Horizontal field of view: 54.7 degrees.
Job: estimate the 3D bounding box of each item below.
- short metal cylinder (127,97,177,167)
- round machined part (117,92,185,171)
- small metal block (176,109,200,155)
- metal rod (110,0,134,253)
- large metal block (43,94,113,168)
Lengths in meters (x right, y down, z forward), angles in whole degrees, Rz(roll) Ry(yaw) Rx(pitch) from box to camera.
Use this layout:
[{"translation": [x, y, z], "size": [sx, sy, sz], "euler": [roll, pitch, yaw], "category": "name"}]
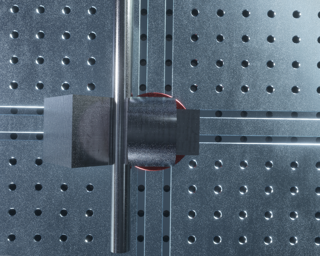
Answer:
[{"translation": [-0.008, 0.004, 0.356], "size": [0.050, 0.080, 0.079], "euler": [1, 90, 0], "category": "short metal cylinder"}, {"translation": [-0.008, 0.004, 0.404], "size": [0.099, 0.042, 0.097], "euler": [0, 90, -1], "category": "round machined part"}, {"translation": [0.030, 0.004, 0.359], "size": [0.025, 0.050, 0.050], "euler": [1, 90, 0], "category": "small metal block"}, {"translation": [-0.046, -0.004, 0.371], "size": [0.025, 0.025, 0.298], "euler": [1, 90, -1], "category": "metal rod"}, {"translation": [-0.102, 0.003, 0.379], "size": [0.050, 0.080, 0.079], "euler": [1, 90, -42], "category": "large metal block"}]
